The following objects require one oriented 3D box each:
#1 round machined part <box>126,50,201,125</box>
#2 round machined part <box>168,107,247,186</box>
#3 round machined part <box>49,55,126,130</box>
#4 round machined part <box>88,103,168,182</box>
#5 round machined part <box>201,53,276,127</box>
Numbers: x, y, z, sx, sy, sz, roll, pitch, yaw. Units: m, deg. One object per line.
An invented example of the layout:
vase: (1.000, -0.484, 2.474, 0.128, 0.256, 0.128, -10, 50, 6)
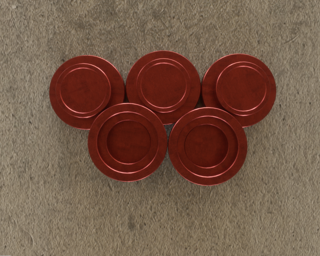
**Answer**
round machined part: (0.004, -0.053, 0.403, 0.099, 0.042, 0.097, 0, 90, -1)
round machined part: (0.059, 0.023, 0.403, 0.099, 0.042, 0.097, 0, 90, -1)
round machined part: (-0.095, -0.046, 0.401, 0.099, 0.042, 0.097, 0, 90, -1)
round machined part: (-0.040, 0.018, 0.402, 0.099, 0.042, 0.097, 0, 90, -1)
round machined part: (0.103, -0.049, 0.404, 0.099, 0.042, 0.097, 0, 90, -1)
